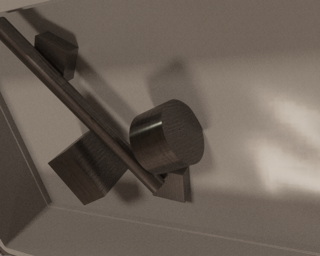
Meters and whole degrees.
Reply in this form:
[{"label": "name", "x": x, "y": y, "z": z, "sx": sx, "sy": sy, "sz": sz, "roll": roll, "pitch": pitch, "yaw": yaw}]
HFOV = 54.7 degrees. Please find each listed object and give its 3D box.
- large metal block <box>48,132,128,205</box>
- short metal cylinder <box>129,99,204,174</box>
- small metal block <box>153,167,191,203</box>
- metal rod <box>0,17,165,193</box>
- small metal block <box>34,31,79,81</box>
[{"label": "large metal block", "x": -0.099, "y": 0.052, "z": 0.455, "sx": 0.050, "sy": 0.080, "sz": 0.080, "roll": -30, "pitch": 102, "yaw": 37}, {"label": "short metal cylinder", "x": 0.010, "y": 0.012, "z": 0.374, "sx": 0.050, "sy": 0.080, "sz": 0.080, "roll": -23, "pitch": 106, "yaw": 36}, {"label": "small metal block", "x": 0.015, "y": 0.076, "z": 0.446, "sx": 0.050, "sy": 0.025, "sz": 0.050, "roll": 8, "pitch": 122, "yaw": 23}, {"label": "metal rod", "x": -0.106, "y": -0.027, "z": 0.413, "sx": 0.300, "sy": 0.025, "sz": 0.025, "roll": 46, "pitch": 129, "yaw": -5}, {"label": "small metal block", "x": -0.143, "y": -0.096, "z": 0.423, "sx": 0.050, "sy": 0.025, "sz": 0.050, "roll": 30, "pitch": 128, "yaw": 9}]
